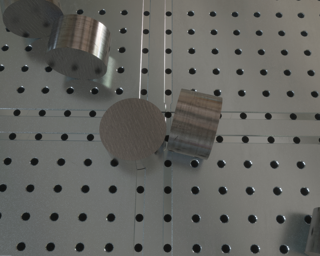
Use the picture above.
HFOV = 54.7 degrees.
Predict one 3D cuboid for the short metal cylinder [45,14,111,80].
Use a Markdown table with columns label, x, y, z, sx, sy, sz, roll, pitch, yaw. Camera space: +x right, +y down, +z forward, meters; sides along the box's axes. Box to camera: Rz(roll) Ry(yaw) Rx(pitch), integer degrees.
| label | x | y | z | sx | sy | sz | roll | pitch | yaw |
| --- | --- | --- | --- | --- | --- | --- | --- | --- | --- |
| short metal cylinder | -0.109 | -0.107 | 0.420 | 0.081 | 0.080 | 0.050 | 4 | 70 | 1 |

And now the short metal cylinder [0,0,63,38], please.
| label | x | y | z | sx | sy | sz | roll | pitch | yaw |
| --- | --- | --- | --- | --- | --- | --- | --- | --- | --- |
| short metal cylinder | -0.184 | -0.175 | 0.444 | 0.081 | 0.080 | 0.050 | -16 | 71 | -6 |

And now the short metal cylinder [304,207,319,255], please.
| label | x | y | z | sx | sy | sz | roll | pitch | yaw |
| --- | --- | --- | --- | --- | --- | --- | --- | --- | --- |
| short metal cylinder | 0.207 | 0.126 | 0.339 | 0.080 | 0.080 | 0.050 | 20 | 71 | 7 |

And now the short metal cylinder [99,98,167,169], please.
| label | x | y | z | sx | sy | sz | roll | pitch | yaw |
| --- | --- | --- | --- | --- | --- | --- | --- | --- | --- |
| short metal cylinder | -0.033 | 0.008 | 0.395 | 0.081 | 0.050 | 0.080 | 0 | 70 | -1 |

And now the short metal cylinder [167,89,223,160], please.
| label | x | y | z | sx | sy | sz | roll | pitch | yaw |
| --- | --- | --- | --- | --- | --- | --- | --- | --- | --- |
| short metal cylinder | 0.042 | -0.005 | 0.385 | 0.050 | 0.080 | 0.080 | 14 | 71 | 4 |
